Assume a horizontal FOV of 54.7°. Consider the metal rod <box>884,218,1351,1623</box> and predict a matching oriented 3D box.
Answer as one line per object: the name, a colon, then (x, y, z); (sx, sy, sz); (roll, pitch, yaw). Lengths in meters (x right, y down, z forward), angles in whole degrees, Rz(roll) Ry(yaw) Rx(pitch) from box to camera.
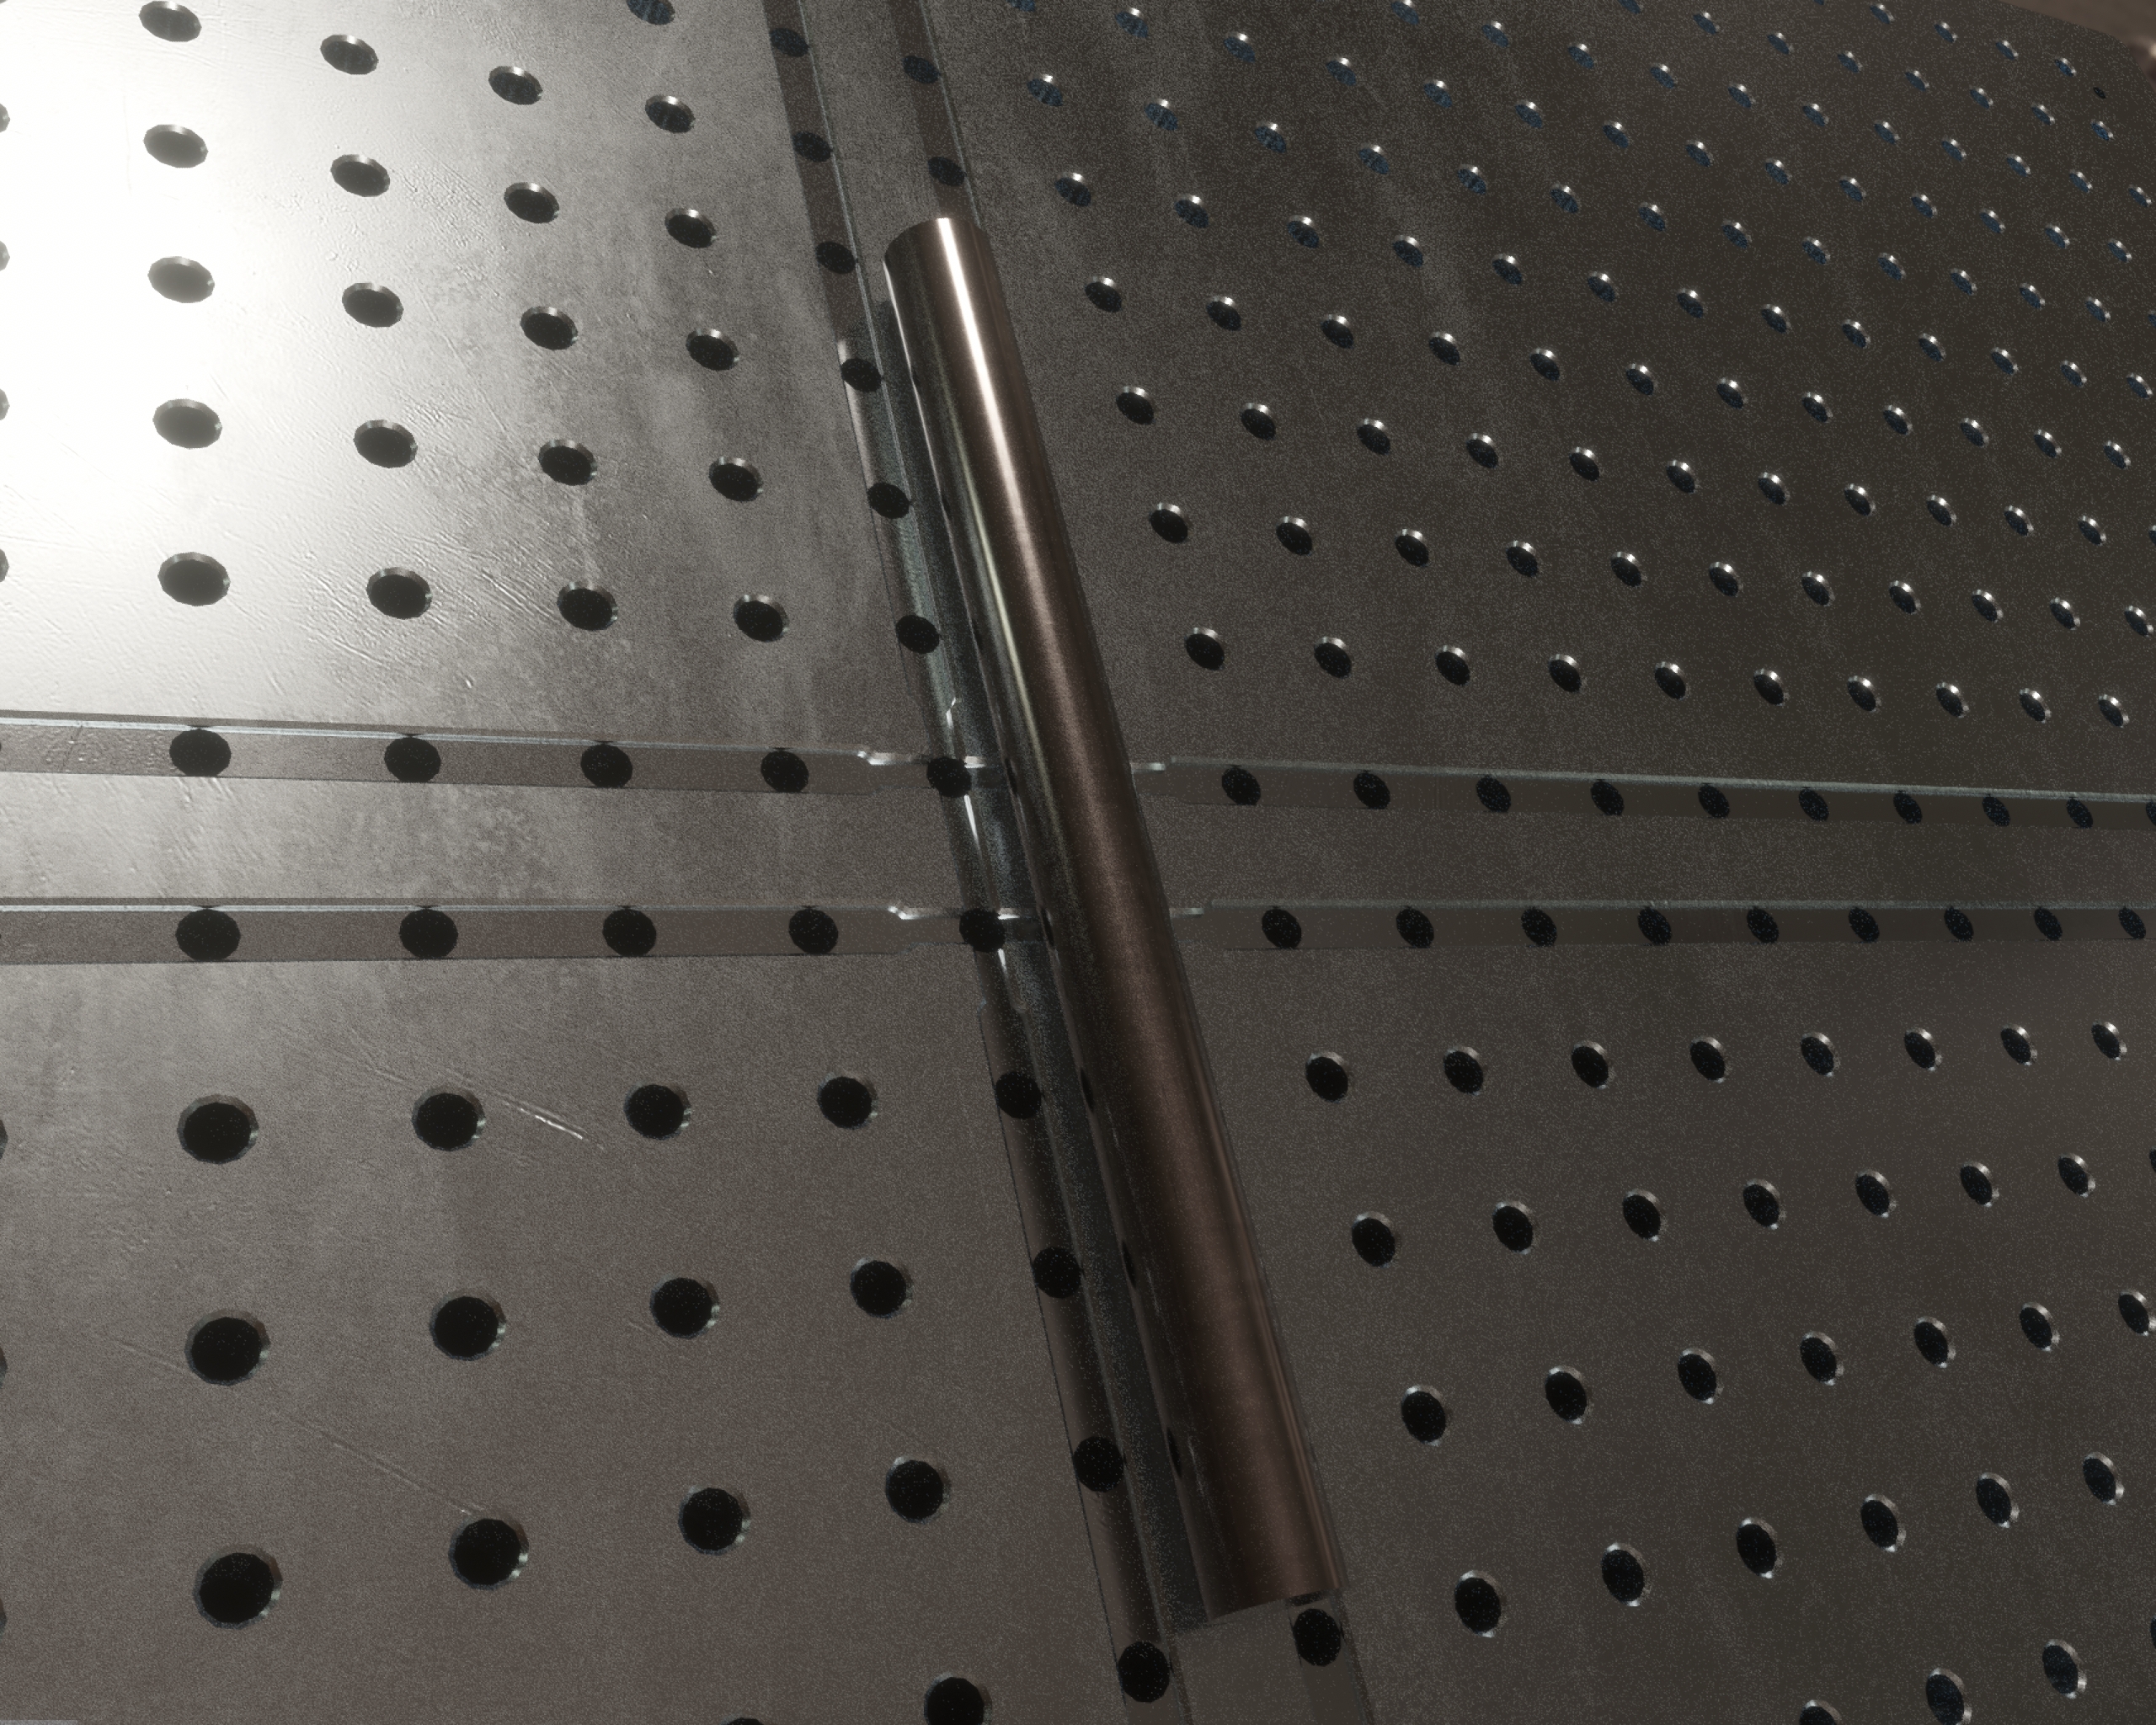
metal rod: (0.001, -0.006, 0.414); (0.025, 0.025, 0.299); (0, 62, -28)
